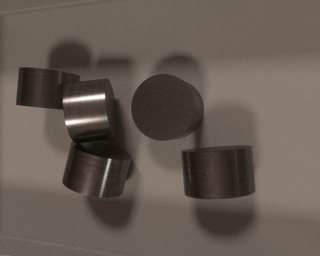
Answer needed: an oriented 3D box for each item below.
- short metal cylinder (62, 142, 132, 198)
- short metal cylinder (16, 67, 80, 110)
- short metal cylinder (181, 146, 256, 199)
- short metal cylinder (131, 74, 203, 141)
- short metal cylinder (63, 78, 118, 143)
[{"bbox_3d":[-0.082,0.053,0.409,0.080,0.080,0.050,17,96,19],"label":"short metal cylinder"},{"bbox_3d":[-0.156,-0.053,0.435,0.080,0.080,0.050,7,92,19],"label":"short metal cylinder"},{"bbox_3d":[0.067,0.048,0.357,0.080,0.080,0.050,-5,89,19],"label":"short metal cylinder"},{"bbox_3d":[0.011,-0.025,0.393,0.080,0.050,0.079,0,90,19],"label":"short metal cylinder"},{"bbox_3d":[-0.088,-0.022,0.405,0.050,0.080,0.080,-7,88,1],"label":"short metal cylinder"}]
